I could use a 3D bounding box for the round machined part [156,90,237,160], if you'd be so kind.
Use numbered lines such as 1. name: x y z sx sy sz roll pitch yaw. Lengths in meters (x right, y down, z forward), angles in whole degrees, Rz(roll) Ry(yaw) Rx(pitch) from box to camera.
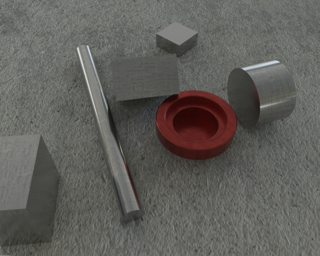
1. round machined part: 0.044 0.000 0.392 0.099 0.042 0.098 0 50 0

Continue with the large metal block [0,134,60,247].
1. large metal block: -0.141 0.064 0.312 0.050 0.080 0.080 -4 50 -4

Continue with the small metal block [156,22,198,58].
1. small metal block: 0.029 -0.152 0.532 0.050 0.025 0.050 34 58 25

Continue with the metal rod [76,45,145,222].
1. metal rod: -0.076 -0.016 0.415 0.025 0.025 0.299 -14 52 -12

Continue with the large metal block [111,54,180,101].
1. large metal block: -0.023 -0.070 0.420 0.081 0.050 0.080 -7 12 -7

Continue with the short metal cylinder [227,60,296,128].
1. short metal cylinder: 0.130 -0.045 0.407 0.050 0.080 0.080 -15 52 -12
